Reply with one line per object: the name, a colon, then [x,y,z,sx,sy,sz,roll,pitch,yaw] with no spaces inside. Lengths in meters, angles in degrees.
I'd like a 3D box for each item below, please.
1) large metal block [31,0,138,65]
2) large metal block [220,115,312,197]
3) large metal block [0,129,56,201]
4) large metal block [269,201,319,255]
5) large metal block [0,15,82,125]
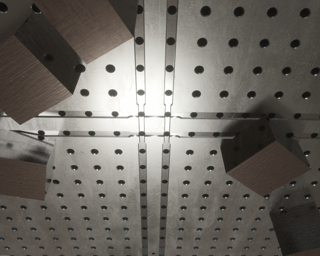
large metal block: [-0.064,-0.118,0.275,0.050,0.080,0.080,-25,126,19]
large metal block: [0.145,0.042,0.433,0.080,0.050,0.080,34,122,-26]
large metal block: [-0.197,0.053,0.438,0.081,0.050,0.079,12,129,-10]
large metal block: [0.248,0.185,0.537,0.080,0.080,0.050,-23,127,18]
large metal block: [-0.149,-0.061,0.341,0.080,0.050,0.080,-26,126,20]
